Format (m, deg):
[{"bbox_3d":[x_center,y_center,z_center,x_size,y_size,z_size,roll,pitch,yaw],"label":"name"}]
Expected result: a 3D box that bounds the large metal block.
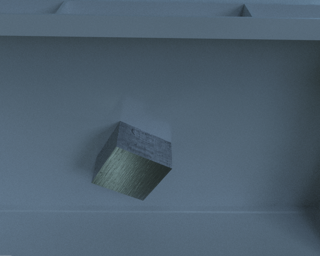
[{"bbox_3d":[-0.039,0.048,0.433,0.080,0.050,0.080,24,126,-19],"label":"large metal block"}]
